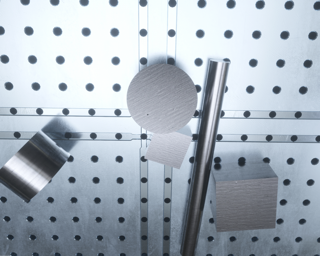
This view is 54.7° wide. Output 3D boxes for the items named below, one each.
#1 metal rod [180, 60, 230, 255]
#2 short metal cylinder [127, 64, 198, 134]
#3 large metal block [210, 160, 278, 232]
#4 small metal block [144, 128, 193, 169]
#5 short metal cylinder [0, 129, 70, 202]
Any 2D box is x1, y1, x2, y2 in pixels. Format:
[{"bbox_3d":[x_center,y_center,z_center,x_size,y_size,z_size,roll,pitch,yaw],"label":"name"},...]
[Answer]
[{"bbox_3d":[0.059,0.056,0.434,0.025,0.025,0.298,5,110,-2],"label":"metal rod"},{"bbox_3d":[0.001,-0.033,0.374,0.081,0.050,0.080,0,90,-4],"label":"short metal cylinder"},{"bbox_3d":[0.115,0.095,0.436,0.080,0.050,0.079,-4,110,1],"label":"large metal block"},{"bbox_3d":[0.011,0.022,0.422,0.050,0.025,0.050,18,109,-7],"label":"small metal block"},{"bbox_3d":[-0.164,0.048,0.400,0.080,0.080,0.050,-42,105,14],"label":"short metal cylinder"}]
